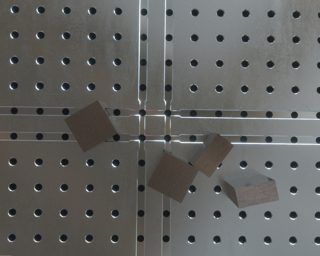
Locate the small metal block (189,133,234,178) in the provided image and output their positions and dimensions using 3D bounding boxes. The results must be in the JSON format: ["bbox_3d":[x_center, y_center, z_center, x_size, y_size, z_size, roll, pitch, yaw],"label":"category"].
[{"bbox_3d":[0.065,0.034,0.402,0.025,0.050,0.050,37,90,-1],"label":"small metal block"}]

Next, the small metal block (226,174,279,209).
[{"bbox_3d":[0.118,0.081,0.403,0.050,0.050,0.025,-12,90,0],"label":"small metal block"}]

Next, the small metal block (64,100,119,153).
[{"bbox_3d":[-0.089,-0.002,0.412,0.050,0.025,0.050,-30,90,-1],"label":"small metal block"}]

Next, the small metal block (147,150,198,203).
[{"bbox_3d":[0.017,0.064,0.414,0.050,0.025,0.050,28,90,-1],"label":"small metal block"}]
